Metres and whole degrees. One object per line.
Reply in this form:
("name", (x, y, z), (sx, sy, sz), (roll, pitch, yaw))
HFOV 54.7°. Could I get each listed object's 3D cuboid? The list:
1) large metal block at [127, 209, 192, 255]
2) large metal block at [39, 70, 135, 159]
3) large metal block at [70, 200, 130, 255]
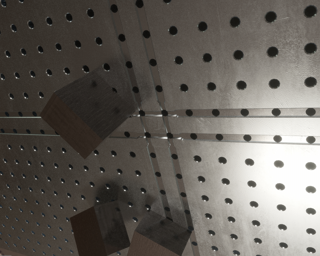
("large metal block", (-0.003, 0.195, 0.515), (0.080, 0.050, 0.079), (25, 127, 12))
("large metal block", (-0.094, -0.020, 0.411), (0.080, 0.080, 0.050), (45, 129, -4))
("large metal block", (-0.105, 0.180, 0.538), (0.080, 0.050, 0.080), (-32, 70, 38))
